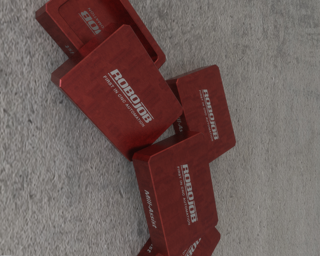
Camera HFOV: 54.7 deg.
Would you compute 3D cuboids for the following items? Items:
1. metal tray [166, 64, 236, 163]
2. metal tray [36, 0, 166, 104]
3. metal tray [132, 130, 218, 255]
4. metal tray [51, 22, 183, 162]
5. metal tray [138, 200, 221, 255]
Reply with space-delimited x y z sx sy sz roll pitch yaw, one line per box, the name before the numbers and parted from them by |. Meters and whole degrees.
metal tray | 0.061 -0.018 0.452 0.091 0.030 0.129 -26 107 -37
metal tray | -0.059 -0.101 0.350 0.130 0.030 0.090 52 60 -27
metal tray | 0.023 0.077 0.375 0.091 0.030 0.129 -23 108 -38
metal tray | -0.040 -0.035 0.339 0.090 0.030 0.130 -45 128 -11
metal tray | 0.023 0.172 0.421 0.130 0.030 0.090 -51 120 -28
